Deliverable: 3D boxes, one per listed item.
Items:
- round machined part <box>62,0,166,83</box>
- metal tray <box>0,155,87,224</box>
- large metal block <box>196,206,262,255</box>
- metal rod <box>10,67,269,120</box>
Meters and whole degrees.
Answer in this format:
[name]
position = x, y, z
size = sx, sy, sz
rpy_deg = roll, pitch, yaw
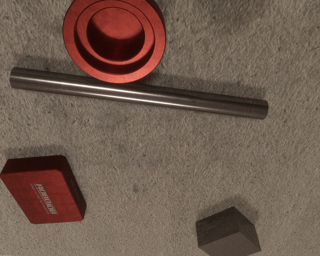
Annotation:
[round machined part]
position = -0.043, -0.098, 0.312
size = 0.099, 0.042, 0.097
rpy_deg = -1, 130, 0
[metal tray]
position = -0.178, 0.101, 0.487
size = 0.091, 0.030, 0.129
rpy_deg = -5, 130, 3
[large metal block]
position = 0.122, 0.195, 0.559
size = 0.080, 0.050, 0.080
rpy_deg = -31, 124, 23
[metal rod]
position = -0.018, -0.040, 0.372
size = 0.302, 0.025, 0.025
rpy_deg = 7, 130, -7
